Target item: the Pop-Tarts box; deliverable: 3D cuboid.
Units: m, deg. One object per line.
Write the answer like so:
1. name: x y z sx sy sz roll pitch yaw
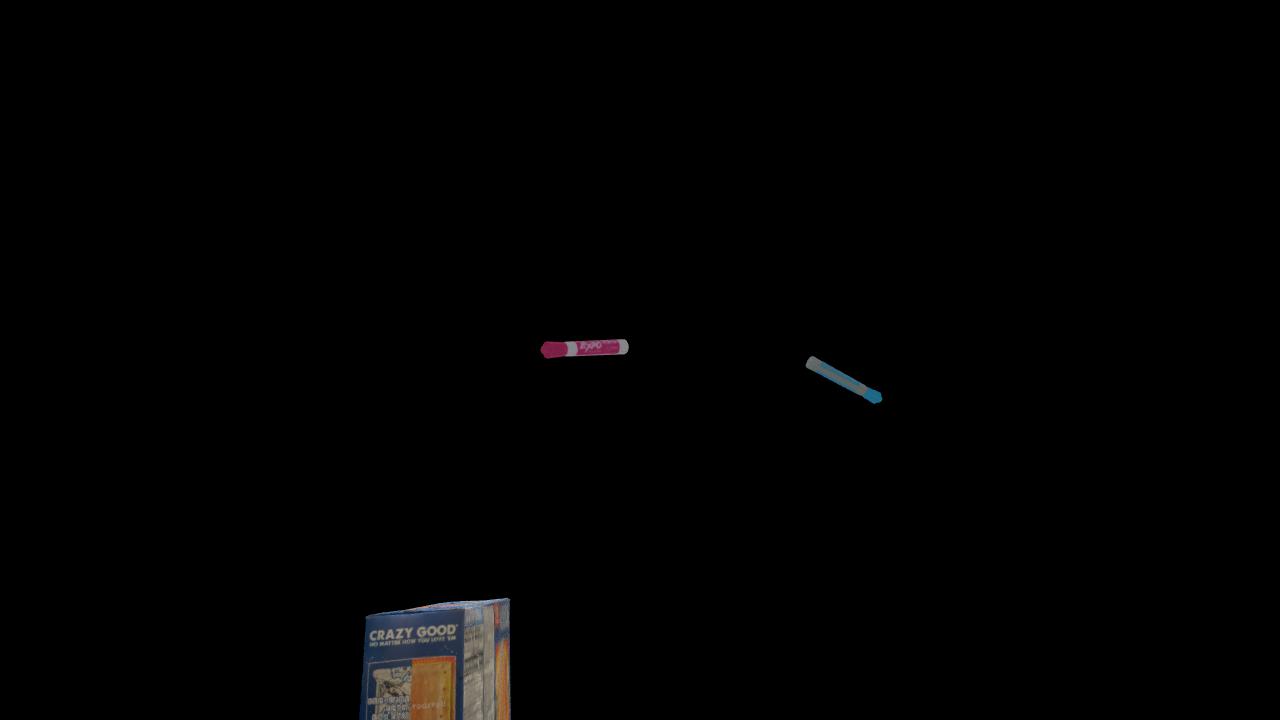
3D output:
1. Pop-Tarts box: -0.169 0.287 0.533 0.083 0.141 0.167 -4 -19 -1

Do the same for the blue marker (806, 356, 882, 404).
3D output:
1. blue marker: 0.295 0.030 0.886 0.121 0.020 0.020 28 -3 -5

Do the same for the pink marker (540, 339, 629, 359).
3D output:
1. pink marker: -0.062 -0.013 0.704 0.020 0.020 0.121 0 3 45
